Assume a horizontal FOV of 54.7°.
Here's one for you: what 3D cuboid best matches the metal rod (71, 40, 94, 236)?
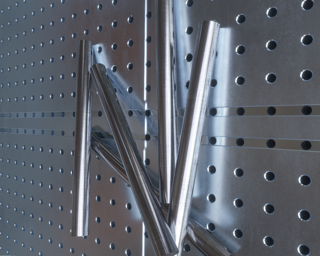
[{"bbox_3d":[-0.117,0.007,0.473,0.025,0.025,0.299,-13,72,39],"label":"metal rod"}]

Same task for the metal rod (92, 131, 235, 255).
[{"bbox_3d":[-0.027,0.078,0.429,0.300,0.025,0.025,35,111,34],"label":"metal rod"}]

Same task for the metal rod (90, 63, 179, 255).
[{"bbox_3d":[-0.045,0.021,0.408,0.025,0.025,0.299,-47,51,30],"label":"metal rod"}]

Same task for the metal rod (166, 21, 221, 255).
[{"bbox_3d":[0.034,0.027,0.359,0.025,0.025,0.298,9,89,39],"label":"metal rod"}]

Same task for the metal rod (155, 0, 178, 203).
[{"bbox_3d":[0.008,-0.058,0.392,0.025,0.025,0.298,-5,84,39],"label":"metal rod"}]
